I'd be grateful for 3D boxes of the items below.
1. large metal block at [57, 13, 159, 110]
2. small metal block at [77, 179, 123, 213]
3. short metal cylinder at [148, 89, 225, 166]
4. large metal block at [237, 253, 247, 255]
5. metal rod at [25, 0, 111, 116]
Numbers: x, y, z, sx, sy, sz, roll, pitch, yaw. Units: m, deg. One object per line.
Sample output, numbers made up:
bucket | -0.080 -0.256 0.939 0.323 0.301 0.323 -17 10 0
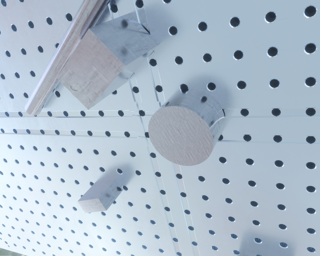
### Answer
large metal block | -0.059 -0.078 0.357 0.050 0.080 0.080 46 129 -4
small metal block | -0.099 0.113 0.515 0.050 0.050 0.025 -16 110 34
short metal cylinder | 0.033 -0.001 0.376 0.080 0.050 0.079 13 124 20
large metal block | 0.152 0.247 0.467 0.080 0.050 0.079 8 122 24
metal rod | -0.117 -0.108 0.404 0.025 0.025 0.299 45 129 -4
